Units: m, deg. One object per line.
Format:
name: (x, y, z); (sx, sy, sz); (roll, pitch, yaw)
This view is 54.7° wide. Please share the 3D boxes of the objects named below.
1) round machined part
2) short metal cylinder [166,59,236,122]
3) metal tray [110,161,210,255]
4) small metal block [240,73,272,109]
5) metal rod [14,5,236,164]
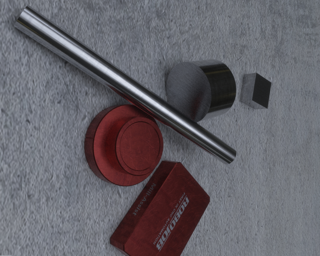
round machined part: (-0.035, 0.020, 0.366); (0.099, 0.042, 0.097); (0, 90, -40)
short metal cylinder: (0.054, -0.050, 0.416); (0.050, 0.080, 0.079); (-16, 100, -39)
metal tray: (0.006, 0.119, 0.409); (0.090, 0.030, 0.130); (51, 60, -28)
small metal block: (0.171, -0.065, 0.551); (0.050, 0.025, 0.050); (19, 78, -39)
metal rod: (-0.018, -0.034, 0.361); (0.301, 0.025, 0.025); (33, 69, -26)
